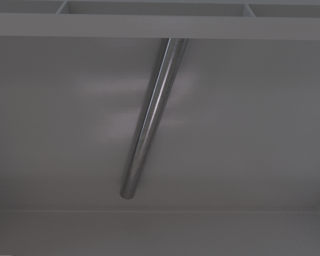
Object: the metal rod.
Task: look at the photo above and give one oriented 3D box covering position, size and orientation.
[{"bbox_3d":[-0.014,-0.006,0.403,0.025,0.025,0.298,11,129,-10],"label":"metal rod"}]
